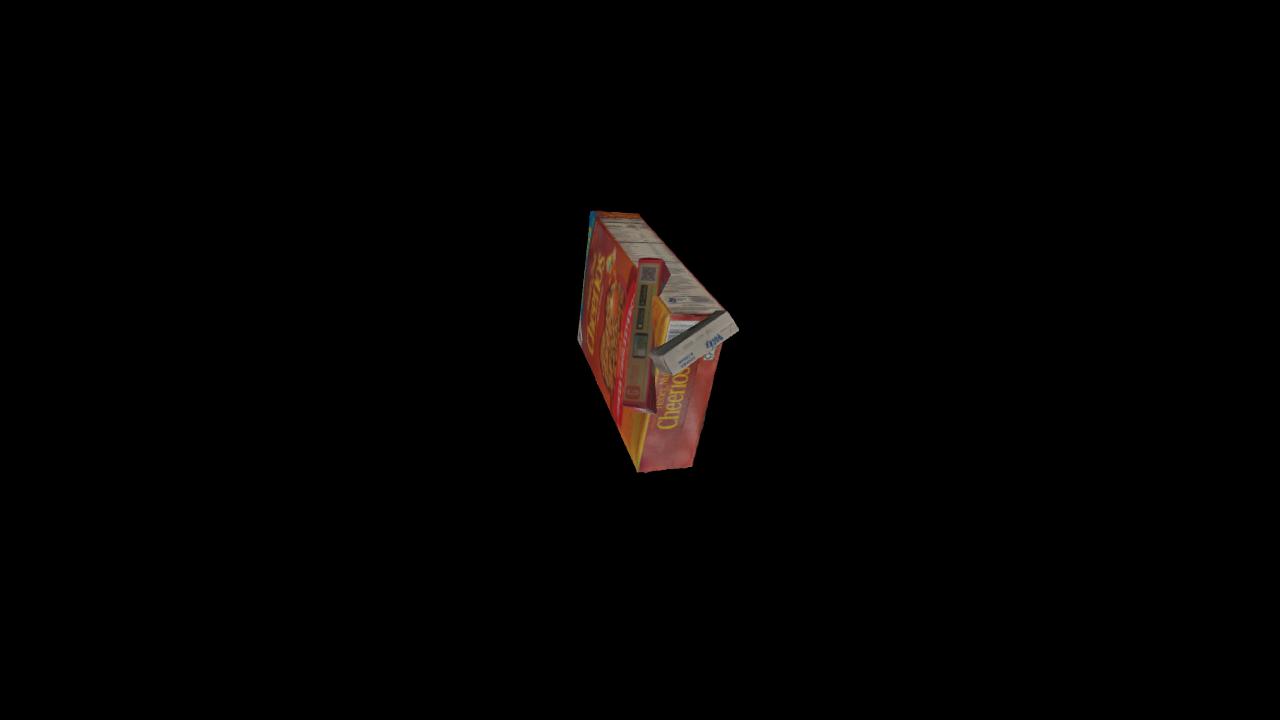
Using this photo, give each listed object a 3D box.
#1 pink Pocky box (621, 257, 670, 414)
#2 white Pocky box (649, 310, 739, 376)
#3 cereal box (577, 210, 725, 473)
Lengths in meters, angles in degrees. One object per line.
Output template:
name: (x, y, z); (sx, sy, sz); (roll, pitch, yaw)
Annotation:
pink Pocky box: (0.011, -0.021, 0.647); (0.029, 0.155, 0.084); (4, -9, 13)
white Pocky box: (0.035, -0.023, 0.650); (0.084, 0.028, 0.154); (-35, 14, -10)
cereal box: (-0.004, -0.038, 0.759); (0.081, 0.203, 0.306); (-2, 33, -20)
